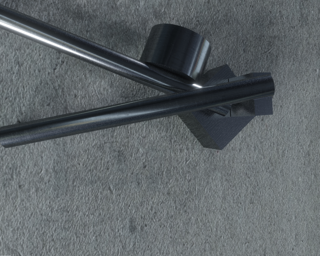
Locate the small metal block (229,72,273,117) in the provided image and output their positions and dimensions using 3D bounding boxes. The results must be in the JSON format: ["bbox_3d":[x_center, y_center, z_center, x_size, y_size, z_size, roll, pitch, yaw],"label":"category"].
[{"bbox_3d":[0.111,-0.040,0.383,0.025,0.050,0.050,-4,92,-20],"label":"small metal block"}]

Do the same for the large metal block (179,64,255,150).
[{"bbox_3d":[0.075,-0.028,0.424,0.080,0.050,0.080,-43,103,-14],"label":"large metal block"}]

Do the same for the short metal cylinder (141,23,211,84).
[{"bbox_3d":[0.018,-0.087,0.390,0.080,0.080,0.050,22,83,-19],"label":"short metal cylinder"}]

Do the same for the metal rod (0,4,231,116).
[{"bbox_3d":[-0.057,-0.078,0.359,0.302,0.025,0.025,21,83,-8],"label":"metal rod"}]

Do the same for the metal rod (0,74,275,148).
[{"bbox_3d":[-0.026,-0.019,0.345,0.302,0.025,0.025,-11,94,1],"label":"metal rod"}]
